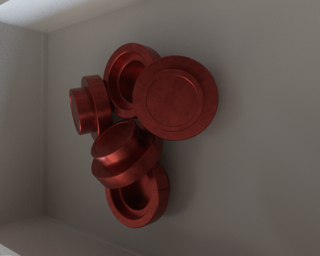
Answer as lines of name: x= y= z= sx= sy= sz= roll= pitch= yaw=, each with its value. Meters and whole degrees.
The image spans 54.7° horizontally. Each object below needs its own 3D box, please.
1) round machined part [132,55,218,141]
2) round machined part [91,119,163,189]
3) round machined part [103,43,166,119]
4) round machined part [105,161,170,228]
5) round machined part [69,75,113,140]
round machined part: x=0.016 y=-0.033 z=0.351 sx=0.098 sy=0.042 sz=0.097 roll=2 pitch=101 yaw=9
round machined part: x=-0.048 y=0.026 z=0.397 sx=0.098 sy=0.098 sz=0.042 roll=-8 pitch=129 yaw=39
round machined part: x=-0.029 y=-0.061 z=0.416 sx=0.098 sy=0.042 sz=0.097 roll=0 pitch=90 yaw=40
round machined part: x=-0.025 y=0.079 z=0.414 sx=0.098 sy=0.042 sz=0.097 roll=0 pitch=90 yaw=40
round machined part: x=-0.104 y=-0.026 z=0.451 sx=0.098 sy=0.042 sz=0.097 roll=168 pitch=90 yaw=-68
